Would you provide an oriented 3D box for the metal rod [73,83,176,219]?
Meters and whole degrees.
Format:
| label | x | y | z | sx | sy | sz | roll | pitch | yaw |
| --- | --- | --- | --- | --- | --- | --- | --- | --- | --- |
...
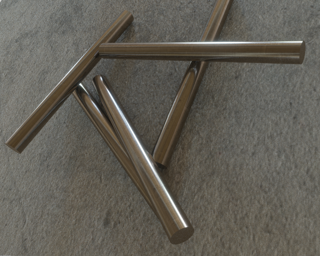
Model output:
| label | x | y | z | sx | sy | sz | roll | pitch | yaw |
| --- | --- | --- | --- | --- | --- | --- | --- | --- | --- |
| metal rod | -0.071 | 0.006 | 0.435 | 0.025 | 0.025 | 0.300 | -42 | 51 | -1 |

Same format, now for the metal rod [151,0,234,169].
| label | x | y | z | sx | sy | sz | roll | pitch | yaw |
| --- | --- | --- | --- | --- | --- | --- | --- | --- | --- |
| metal rod | 0.052 | -0.085 | 0.427 | 0.025 | 0.025 | 0.300 | 10 | 66 | 32 |

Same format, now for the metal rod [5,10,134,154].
| label | x | y | z | sx | sy | sz | roll | pitch | yaw |
| --- | --- | --- | --- | --- | --- | --- | --- | --- | --- |
| metal rod | -0.131 | -0.086 | 0.493 | 0.025 | 0.025 | 0.300 | 15 | 60 | 34 |

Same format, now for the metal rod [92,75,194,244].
| label | x | y | z | sx | sy | sz | roll | pitch | yaw |
| --- | --- | --- | --- | --- | --- | --- | --- | --- | --- |
| metal rod | -0.038 | 0.012 | 0.393 | 0.025 | 0.025 | 0.300 | -37 | 45 | 3 |

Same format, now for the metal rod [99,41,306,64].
| label | x | y | z | sx | sy | sz | roll | pitch | yaw |
| --- | --- | --- | --- | --- | --- | --- | --- | --- | --- |
| metal rod | 0.031 | -0.103 | 0.416 | 0.300 | 0.025 | 0.025 | 10 | 67 | 35 |
